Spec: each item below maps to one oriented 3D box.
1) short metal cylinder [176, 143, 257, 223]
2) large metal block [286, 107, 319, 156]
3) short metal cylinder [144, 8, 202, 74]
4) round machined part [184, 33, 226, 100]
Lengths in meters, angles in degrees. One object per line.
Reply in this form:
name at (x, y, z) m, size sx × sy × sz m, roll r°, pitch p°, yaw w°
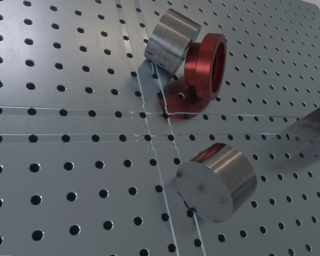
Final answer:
short metal cylinder at (0.066, 0.064, 0.369) m, size 0.050 × 0.080 × 0.080 m, roll -29°, pitch 78°, yaw -37°
large metal block at (0.277, 0.008, 0.517) m, size 0.081 × 0.080 × 0.050 m, roll 6°, pitch 59°, yaw -25°
short metal cylinder at (0.019, -0.127, 0.457) m, size 0.050 × 0.080 × 0.080 m, roll 31°, pitch 51°, yaw 2°
round machined part at (0.067, -0.093, 0.466) m, size 0.042 × 0.097 × 0.098 m, roll 11°, pitch 48°, yaw 21°
